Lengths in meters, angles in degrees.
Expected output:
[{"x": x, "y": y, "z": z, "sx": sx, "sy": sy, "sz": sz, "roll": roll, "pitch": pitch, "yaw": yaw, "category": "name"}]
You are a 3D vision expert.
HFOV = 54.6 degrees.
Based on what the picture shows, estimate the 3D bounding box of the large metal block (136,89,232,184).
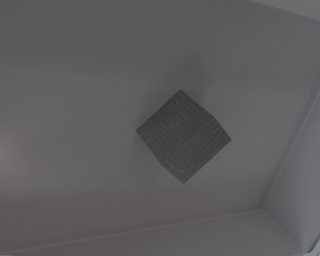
[{"x": 0.028, "y": 0.009, "z": 0.393, "sx": 0.080, "sy": 0.080, "sz": 0.050, "roll": -43, "pitch": 129, "yaw": 1, "category": "large metal block"}]
